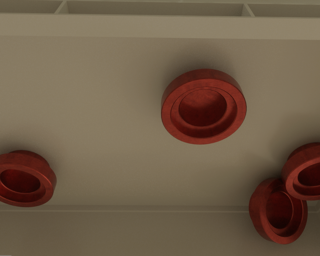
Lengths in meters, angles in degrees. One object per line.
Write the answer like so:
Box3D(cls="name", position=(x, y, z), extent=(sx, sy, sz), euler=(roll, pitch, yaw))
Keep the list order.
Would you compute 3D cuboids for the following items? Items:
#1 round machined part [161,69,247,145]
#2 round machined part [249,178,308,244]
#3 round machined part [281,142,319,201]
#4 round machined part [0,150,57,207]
Box3D(cls="round machined part", position=(0.050, -0.029, 0.373), extent=(0.099, 0.042, 0.097), euler=(0, 130, 0))
Box3D(cls="round machined part", position=(0.179, 0.127, 0.483), extent=(0.098, 0.098, 0.042), euler=(26, 162, -20))
Box3D(cls="round machined part", position=(0.226, 0.059, 0.450), extent=(0.099, 0.042, 0.097), euler=(0, 130, 0))
Box3D(cls="round machined part", position=(-0.202, 0.071, 0.456), extent=(0.099, 0.042, 0.097), euler=(0, 130, 0))
